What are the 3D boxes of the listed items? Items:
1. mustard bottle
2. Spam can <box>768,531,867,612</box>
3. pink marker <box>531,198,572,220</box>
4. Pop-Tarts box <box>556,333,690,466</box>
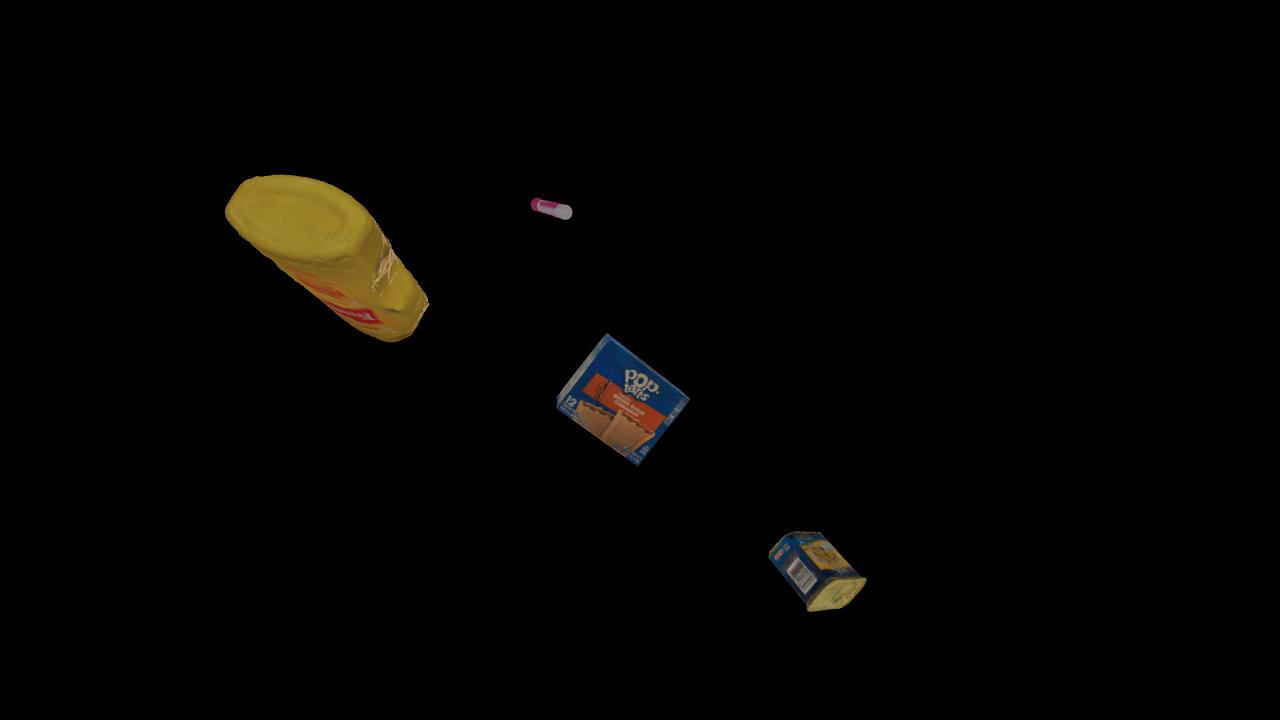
[{"bbox_3d":[-0.204,-0.057,0.448,0.092,0.054,0.184,12,-19,3],"label":"mustard bottle"},{"bbox_3d":[0.229,0.272,0.800,0.101,0.058,0.085,16,23,-41],"label":"Spam can"},{"bbox_3d":[-0.122,-0.205,0.829,0.020,0.020,0.121,0,18,-29],"label":"pink marker"},{"bbox_3d":[-0.030,0.064,1.008,0.167,0.141,0.083,38,2,-14],"label":"Pop-Tarts box"}]
